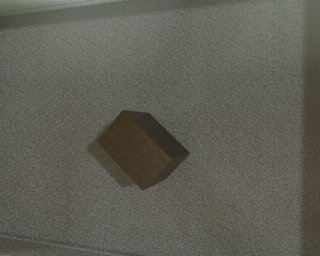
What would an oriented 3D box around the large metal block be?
[{"bbox_3d":[-0.017,0.025,0.386,0.080,0.080,0.050,45,104,14],"label":"large metal block"}]
